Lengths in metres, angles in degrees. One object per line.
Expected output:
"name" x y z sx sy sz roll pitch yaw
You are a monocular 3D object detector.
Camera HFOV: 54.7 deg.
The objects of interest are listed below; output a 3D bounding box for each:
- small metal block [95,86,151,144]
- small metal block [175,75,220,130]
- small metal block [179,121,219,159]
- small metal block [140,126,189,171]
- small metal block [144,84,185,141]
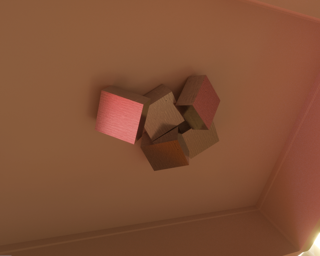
"small metal block" -0.043 -0.016 0.357 0.050 0.025 0.050 20 114 10
"small metal block" 0.051 -0.032 0.401 0.050 0.025 0.050 51 53 -40
"small metal block" 0.052 0.008 0.442 0.050 0.025 0.050 -31 129 -8
"small metal block" 0.008 0.029 0.415 0.050 0.025 0.050 -12 130 17
"small metal block" -0.003 -0.019 0.394 0.050 0.025 0.050 -33 129 -7
